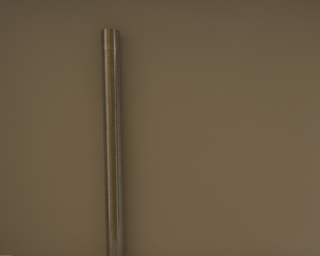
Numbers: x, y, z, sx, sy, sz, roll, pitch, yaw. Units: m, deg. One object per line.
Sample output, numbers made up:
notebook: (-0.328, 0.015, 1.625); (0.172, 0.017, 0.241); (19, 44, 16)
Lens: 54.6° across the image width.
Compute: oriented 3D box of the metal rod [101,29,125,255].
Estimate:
metal rod: (-0.062, 0.021, 0.410); (0.025, 0.025, 0.298); (-1, 90, 0)
